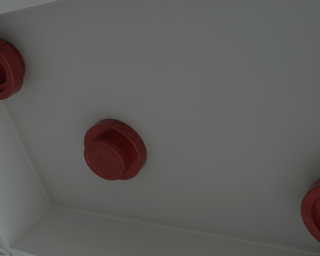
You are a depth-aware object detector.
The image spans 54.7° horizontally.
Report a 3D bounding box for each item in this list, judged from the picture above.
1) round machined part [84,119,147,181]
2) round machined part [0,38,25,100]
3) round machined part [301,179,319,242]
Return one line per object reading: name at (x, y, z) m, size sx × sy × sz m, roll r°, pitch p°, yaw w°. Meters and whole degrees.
round machined part at (-0.073, 0.039, 0.460) m, size 0.098 × 0.042 × 0.097 m, roll 13°, pitch 124°, yaw 21°
round machined part at (-0.246, -0.095, 0.467) m, size 0.098 × 0.042 × 0.097 m, roll 12°, pitch 124°, yaw 18°
round machined part at (0.210, 0.090, 0.334) m, size 0.098 × 0.042 × 0.097 m, roll 22°, pitch 127°, yaw 31°
